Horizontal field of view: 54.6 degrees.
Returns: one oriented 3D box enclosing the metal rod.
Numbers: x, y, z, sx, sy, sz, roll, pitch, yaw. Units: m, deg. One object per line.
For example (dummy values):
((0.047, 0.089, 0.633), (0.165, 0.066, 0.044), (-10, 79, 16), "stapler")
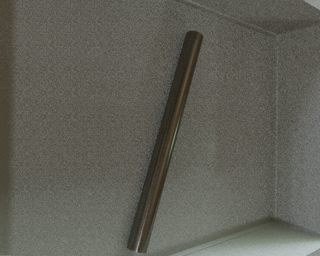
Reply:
((0.011, 0.008, 0.411), (0.025, 0.025, 0.299), (25, 74, -37), "metal rod")
